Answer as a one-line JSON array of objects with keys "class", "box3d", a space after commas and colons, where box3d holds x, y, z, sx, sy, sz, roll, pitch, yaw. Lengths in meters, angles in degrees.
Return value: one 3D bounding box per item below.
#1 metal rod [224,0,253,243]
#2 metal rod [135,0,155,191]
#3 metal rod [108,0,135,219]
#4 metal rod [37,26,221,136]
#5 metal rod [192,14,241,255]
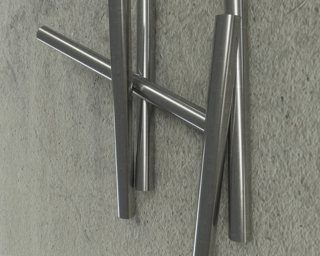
[{"class": "metal rod", "box3d": [0.084, -0.031, 0.334, 0.025, 0.025, 0.298, -2, 89, 39]}, {"class": "metal rod", "box3d": [-0.020, -0.066, 0.419, 0.025, 0.025, 0.298, 1, 91, 39]}, {"class": "metal rod", "box3d": [-0.046, -0.015, 0.388, 0.025, 0.025, 0.298, 19, 118, 38]}, {"class": "metal rod", "box3d": [-0.053, -0.069, 0.405, 0.300, 0.025, 0.025, 30, 109, 22]}, {"class": "metal rod", "box3d": [0.057, 0.036, 0.333, 0.025, 0.025, 0.298, 14, 106, 39]}]
